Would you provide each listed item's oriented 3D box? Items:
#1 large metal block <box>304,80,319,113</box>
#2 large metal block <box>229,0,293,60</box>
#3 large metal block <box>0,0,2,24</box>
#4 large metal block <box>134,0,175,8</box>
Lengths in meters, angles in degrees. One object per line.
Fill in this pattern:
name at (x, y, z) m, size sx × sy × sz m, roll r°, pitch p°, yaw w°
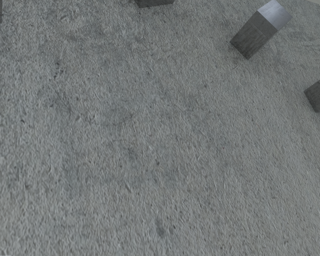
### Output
large metal block at (0.346, -0.073, 0.598) m, size 0.081 × 0.080 × 0.050 m, roll -4°, pitch 64°, yaw -30°
large metal block at (0.190, -0.185, 0.584) m, size 0.050 × 0.080 × 0.080 m, roll 46°, pitch 51°, yaw 4°
large metal block at (-0.240, -0.143, 0.345) m, size 0.080 × 0.050 × 0.080 m, roll 36°, pitch 51°, yaw -4°
large metal block at (-0.002, -0.255, 0.523) m, size 0.081 × 0.080 × 0.050 m, roll -25°, pitch 76°, yaw -37°
